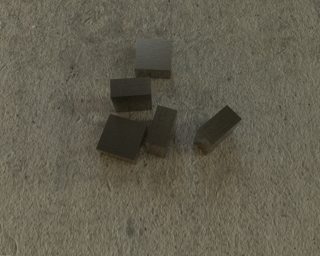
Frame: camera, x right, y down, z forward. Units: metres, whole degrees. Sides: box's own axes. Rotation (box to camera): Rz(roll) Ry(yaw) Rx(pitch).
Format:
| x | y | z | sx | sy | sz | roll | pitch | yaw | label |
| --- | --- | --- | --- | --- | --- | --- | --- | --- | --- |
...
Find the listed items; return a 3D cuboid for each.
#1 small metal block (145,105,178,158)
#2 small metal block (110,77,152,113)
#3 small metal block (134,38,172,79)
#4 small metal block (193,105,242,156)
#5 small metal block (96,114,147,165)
| x | y | z | sx | sy | sz | roll | pitch | yaw | label |
| --- | --- | --- | --- | --- | --- | --- | --- | --- | --- |
| 0.002 | 0.006 | 0.393 | 0.025 | 0.050 | 0.050 | 16 | 71 | 6 | small metal block |
| -0.037 | -0.043 | 0.410 | 0.050 | 0.050 | 0.025 | -4 | 70 | -2 | small metal block |
| -0.009 | -0.099 | 0.444 | 0.050 | 0.025 | 0.050 | 2 | 70 | 1 | small metal block |
| 0.072 | 0.004 | 0.394 | 0.050 | 0.050 | 0.025 | -39 | 75 | -13 | small metal block |
| -0.048 | 0.015 | 0.402 | 0.050 | 0.025 | 0.050 | 16 | 71 | 6 | small metal block |
